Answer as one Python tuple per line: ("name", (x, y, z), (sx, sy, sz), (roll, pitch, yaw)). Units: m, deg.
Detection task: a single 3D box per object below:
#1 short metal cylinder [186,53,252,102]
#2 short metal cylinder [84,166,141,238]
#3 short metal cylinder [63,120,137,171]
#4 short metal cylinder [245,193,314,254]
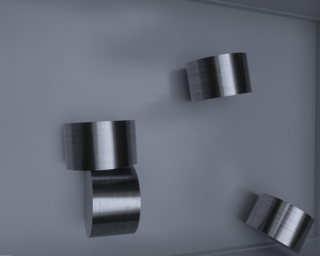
("short metal cylinder", (0.077, -0.065, 0.409), (0.081, 0.080, 0.050), (-10, 94, -20))
("short metal cylinder", (-0.058, 0.084, 0.360), (0.050, 0.080, 0.080), (1, 90, -20))
("short metal cylinder", (-0.068, 0.018, 0.356), (0.081, 0.080, 0.050), (-3, 92, -20))
("short metal cylinder", (0.170, 0.135, 0.444), (0.080, 0.080, 0.050), (34, 79, -17))
